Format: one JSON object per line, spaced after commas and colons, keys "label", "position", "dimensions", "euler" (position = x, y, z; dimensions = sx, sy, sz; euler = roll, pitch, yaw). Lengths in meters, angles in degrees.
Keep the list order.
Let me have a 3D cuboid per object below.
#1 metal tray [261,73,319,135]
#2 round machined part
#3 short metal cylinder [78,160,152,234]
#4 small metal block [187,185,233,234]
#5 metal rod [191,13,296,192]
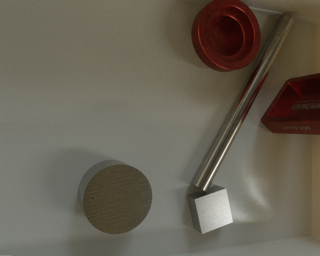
{"label": "metal tray", "position": [0.214, -0.035, 0.436], "dimensions": [0.030, 0.130, 0.090], "euler": [40, 77, -16]}
{"label": "round machined part", "position": [0.088, -0.127, 0.435], "dimensions": [0.099, 0.042, 0.097], "euler": [0, 90, -21]}
{"label": "short metal cylinder", "position": [-0.056, 0.081, 0.378], "dimensions": [0.081, 0.050, 0.079], "euler": [0, 90, -20]}
{"label": "small metal block", "position": [0.071, 0.114, 0.438], "dimensions": [0.050, 0.025, 0.050], "euler": [-14, 95, -20]}
{"label": "metal rod", "position": [0.127, -0.044, 0.459], "dimensions": [0.025, 0.025, 0.300], "euler": [33, 79, -17]}
